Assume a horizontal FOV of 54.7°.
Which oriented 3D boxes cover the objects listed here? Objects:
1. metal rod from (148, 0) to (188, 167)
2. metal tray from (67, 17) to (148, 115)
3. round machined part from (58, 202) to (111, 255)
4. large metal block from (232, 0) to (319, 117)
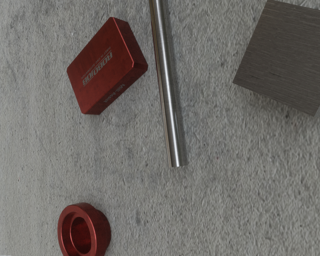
[{"bbox_3d":[0.005,-0.100,0.398,0.025,0.025,0.298,-11,83,39],"label":"metal rod"},{"bbox_3d":[-0.084,-0.090,0.469,0.130,0.030,0.090,-37,68,33],"label":"metal tray"},{"bbox_3d":[-0.115,0.166,0.486,0.098,0.042,0.097,0,90,39],"label":"round machined part"},{"bbox_3d":[0.127,-0.062,0.283,0.080,0.050,0.079,32,110,35],"label":"large metal block"}]
